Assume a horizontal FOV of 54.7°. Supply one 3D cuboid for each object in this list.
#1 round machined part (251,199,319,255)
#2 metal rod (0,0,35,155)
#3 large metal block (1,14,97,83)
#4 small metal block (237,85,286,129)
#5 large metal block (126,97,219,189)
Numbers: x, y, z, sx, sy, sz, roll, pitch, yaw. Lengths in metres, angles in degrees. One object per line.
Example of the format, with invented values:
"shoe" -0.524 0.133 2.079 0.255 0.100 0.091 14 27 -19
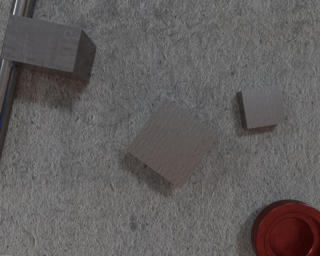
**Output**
"round machined part" 0.167 0.141 0.403 0.099 0.042 0.097 0 90 0
"metal rod" -0.199 -0.078 0.408 0.025 0.025 0.298 13 90 0
"large metal block" -0.131 -0.094 0.381 0.080 0.080 0.050 11 90 0
"small metal block" 0.134 -0.027 0.411 0.050 0.025 0.050 -9 90 0
"large metal block" 0.015 0.018 0.398 0.080 0.050 0.080 36 90 0
